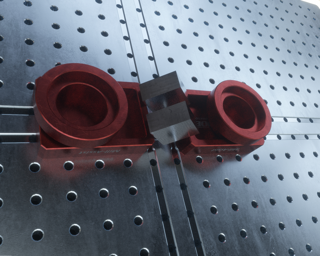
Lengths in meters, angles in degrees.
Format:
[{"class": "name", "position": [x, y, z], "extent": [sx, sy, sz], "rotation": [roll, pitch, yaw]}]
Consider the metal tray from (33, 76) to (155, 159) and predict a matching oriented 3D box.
[{"class": "metal tray", "position": [-0.078, -0.013, 0.372], "extent": [0.131, 0.030, 0.090], "rotation": [-1, 64, -29]}]

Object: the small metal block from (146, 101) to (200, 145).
[{"class": "small metal block", "position": [0.017, -0.005, 0.385], "extent": [0.050, 0.050, 0.025], "rotation": [-19, 65, 12]}]

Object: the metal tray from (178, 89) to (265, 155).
[{"class": "metal tray", "position": [0.083, -0.009, 0.455], "extent": [0.131, 0.030, 0.090], "rotation": [1, 62, -28]}]

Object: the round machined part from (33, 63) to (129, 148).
[{"class": "round machined part", "position": [-0.089, -0.021, 0.346], "extent": [0.099, 0.042, 0.098], "rotation": [14, 56, -21]}]

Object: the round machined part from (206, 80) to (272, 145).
[{"class": "round machined part", "position": [0.109, -0.018, 0.451], "extent": [0.099, 0.042, 0.098], "rotation": [14, 56, -21]}]

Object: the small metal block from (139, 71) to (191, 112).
[{"class": "small metal block", "position": [0.007, -0.044, 0.404], "extent": [0.050, 0.050, 0.025], "rotation": [-19, 65, 12]}]
